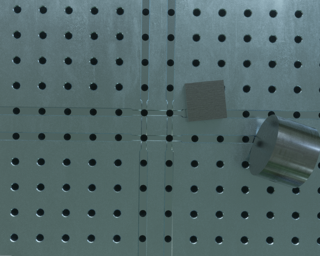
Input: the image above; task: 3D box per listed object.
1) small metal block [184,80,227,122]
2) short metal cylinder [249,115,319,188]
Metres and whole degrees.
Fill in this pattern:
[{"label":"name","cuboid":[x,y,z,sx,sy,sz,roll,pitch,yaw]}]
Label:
[{"label":"small metal block","cuboid":[0.060,-0.035,0.414,0.050,0.025,0.050,-6,90,0]},{"label":"short metal cylinder","cuboid":[0.152,0.029,0.387,0.050,0.080,0.080,18,90,0]}]
